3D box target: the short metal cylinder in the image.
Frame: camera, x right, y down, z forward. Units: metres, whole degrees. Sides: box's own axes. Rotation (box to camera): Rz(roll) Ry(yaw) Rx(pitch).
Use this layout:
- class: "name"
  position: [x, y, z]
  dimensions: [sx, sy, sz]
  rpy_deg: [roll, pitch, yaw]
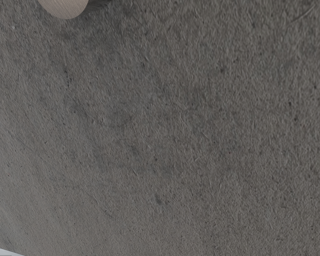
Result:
- class: "short metal cylinder"
  position: [-0.095, -0.165, 0.339]
  dimensions: [0.080, 0.050, 0.079]
  rpy_deg: [13, 124, 21]
